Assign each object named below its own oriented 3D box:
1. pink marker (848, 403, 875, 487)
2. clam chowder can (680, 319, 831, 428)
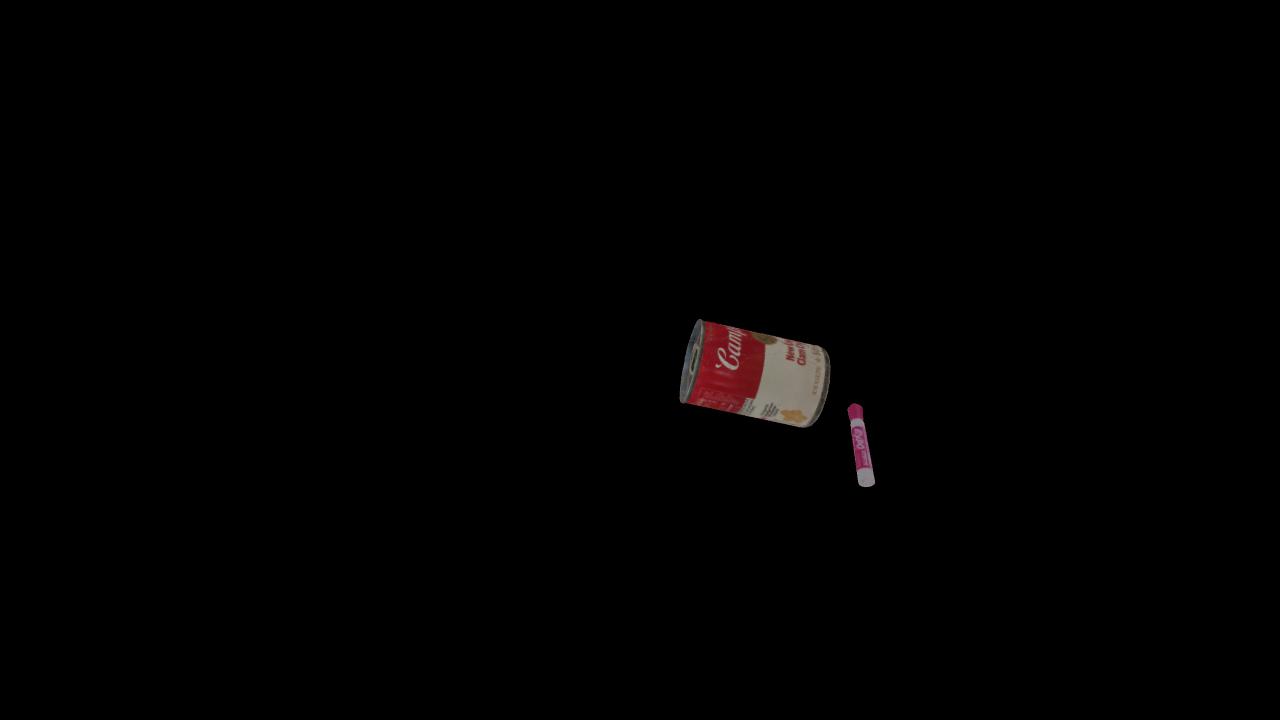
[{"bbox_3d":[0.273,0.102,0.761,0.020,0.020,0.121,5,45,5],"label":"pink marker"},{"bbox_3d":[0.088,0.012,0.482,0.102,0.068,0.068,13,-1,-3],"label":"clam chowder can"}]
